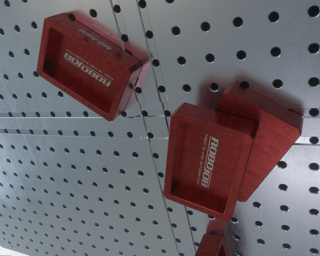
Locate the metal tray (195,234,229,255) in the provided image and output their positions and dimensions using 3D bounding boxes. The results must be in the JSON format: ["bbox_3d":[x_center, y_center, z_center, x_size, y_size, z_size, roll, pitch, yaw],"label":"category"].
[{"bbox_3d":[0.084,0.241,0.473,0.030,0.090,0.129,-4,116,30],"label":"metal tray"}]

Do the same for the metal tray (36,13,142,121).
[{"bbox_3d":[-0.097,-0.079,0.411,0.130,0.030,0.089,33,129,6],"label":"metal tray"}]

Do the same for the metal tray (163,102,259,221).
[{"bbox_3d":[0.055,0.042,0.365,0.090,0.030,0.129,17,125,18],"label":"metal tray"}]

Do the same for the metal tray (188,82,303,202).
[{"bbox_3d":[0.094,0.021,0.372,0.090,0.030,0.129,30,128,9],"label":"metal tray"}]
